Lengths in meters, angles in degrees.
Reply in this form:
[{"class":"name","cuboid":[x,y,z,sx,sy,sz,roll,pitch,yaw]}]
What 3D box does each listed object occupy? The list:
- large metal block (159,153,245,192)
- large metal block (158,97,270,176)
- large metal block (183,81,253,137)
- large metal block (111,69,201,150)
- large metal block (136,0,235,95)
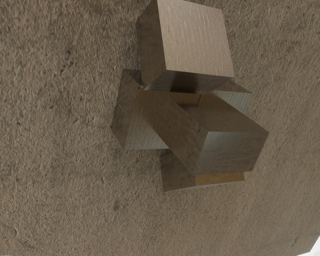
[{"class":"large metal block","cuboid":[0.056,0.057,0.432,0.081,0.080,0.050,0,75,-29]},{"class":"large metal block","cuboid":[0.056,0.007,0.345,0.081,0.080,0.050,1,118,-29]},{"class":"large metal block","cuboid":[0.065,-0.022,0.414,0.081,0.050,0.079,1,118,-29]},{"class":"large metal block","cuboid":[-0.007,-0.022,0.374,0.081,0.050,0.079,1,118,-29]},{"class":"large metal block","cuboid":[0.025,-0.084,0.328,0.081,0.050,0.080,1,74,-29]}]
